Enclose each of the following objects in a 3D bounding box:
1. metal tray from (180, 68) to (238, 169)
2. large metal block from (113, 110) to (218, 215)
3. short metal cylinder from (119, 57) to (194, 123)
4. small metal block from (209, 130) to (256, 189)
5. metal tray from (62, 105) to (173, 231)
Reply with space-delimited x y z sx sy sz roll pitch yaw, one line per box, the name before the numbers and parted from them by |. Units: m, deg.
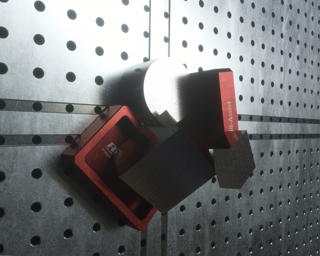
metal tray | 0.059 -0.010 0.418 0.030 0.090 0.129 -12 98 -40
large metal block | 0.006 0.040 0.359 0.080 0.050 0.080 -39 121 6
short metal cylinder | -0.004 -0.045 0.391 0.081 0.050 0.079 0 90 -40
small metal block | 0.086 0.036 0.360 0.050 0.025 0.050 -35 113 -47
metal tray | -0.040 0.048 0.373 0.090 0.030 0.130 -51 120 -28
